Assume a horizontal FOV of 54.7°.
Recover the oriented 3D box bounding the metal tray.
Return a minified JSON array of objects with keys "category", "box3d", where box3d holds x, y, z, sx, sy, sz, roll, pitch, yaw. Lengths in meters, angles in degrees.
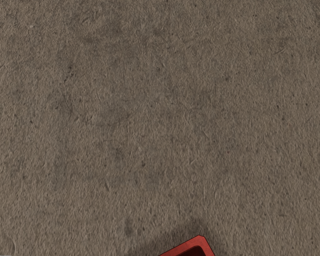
[{"category":"metal tray","box3d":[0.010,0.184,0.323,0.131,0.030,0.090,-24,53,-9]}]
